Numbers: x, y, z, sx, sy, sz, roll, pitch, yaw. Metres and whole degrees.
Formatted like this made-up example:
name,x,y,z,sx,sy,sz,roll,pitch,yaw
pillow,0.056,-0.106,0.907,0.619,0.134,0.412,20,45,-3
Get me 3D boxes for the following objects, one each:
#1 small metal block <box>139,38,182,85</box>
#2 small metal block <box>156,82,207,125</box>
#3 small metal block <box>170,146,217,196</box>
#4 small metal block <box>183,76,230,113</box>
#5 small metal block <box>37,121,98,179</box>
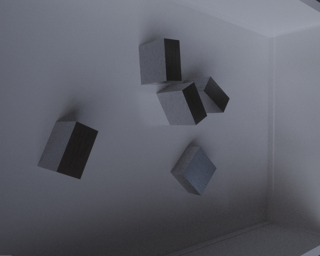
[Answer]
name,x,y,z,sx,sy,sz,roll,pitch,yaw
small metal block,0.000,-0.082,0.392,0.025,0.050,0.050,-6,94,-40
small metal block,0.029,-0.032,0.417,0.025,0.050,0.050,-38,114,-34
small metal block,0.050,0.062,0.451,0.050,0.025,0.050,51,60,-28
small metal block,0.063,-0.046,0.445,0.050,0.050,0.025,41,65,-33
small metal block,-0.094,0.021,0.313,0.025,0.050,0.050,29,72,-37
